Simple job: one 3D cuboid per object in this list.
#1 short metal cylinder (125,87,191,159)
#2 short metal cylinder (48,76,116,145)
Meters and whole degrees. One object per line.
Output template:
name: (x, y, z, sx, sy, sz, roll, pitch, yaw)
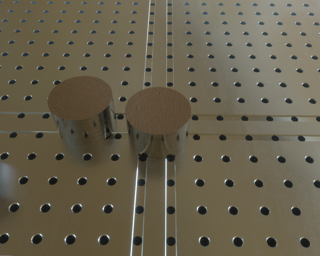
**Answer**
short metal cylinder: (-0.002, -0.007, 0.397, 0.081, 0.050, 0.080, 0, 50, 0)
short metal cylinder: (-0.101, -0.024, 0.410, 0.081, 0.050, 0.080, 0, 50, 0)
